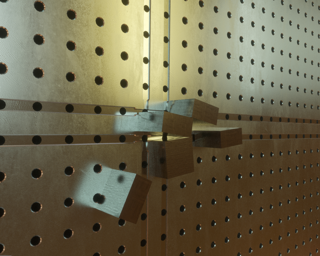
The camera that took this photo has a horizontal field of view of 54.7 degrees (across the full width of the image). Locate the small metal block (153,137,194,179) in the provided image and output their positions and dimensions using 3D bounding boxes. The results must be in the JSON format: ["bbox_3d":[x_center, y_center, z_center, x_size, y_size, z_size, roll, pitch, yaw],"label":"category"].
[{"bbox_3d":[0.019,0.039,0.428,0.050,0.025,0.050,-7,95,-40],"label":"small metal block"}]

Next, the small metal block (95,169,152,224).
[{"bbox_3d":[-0.042,0.078,0.359,0.025,0.050,0.050,34,69,-35],"label":"small metal block"}]

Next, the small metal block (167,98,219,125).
[{"bbox_3d":[0.045,-0.021,0.433,0.050,0.050,0.025,16,80,-39],"label":"small metal block"}]

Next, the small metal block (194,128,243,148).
[{"bbox_3d":[0.089,0.014,0.470,0.050,0.050,0.025,-7,95,-40],"label":"small metal block"}]

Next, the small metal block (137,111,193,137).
[{"bbox_3d":[0.006,-0.004,0.400,0.050,0.050,0.025,11,83,-40],"label":"small metal block"}]
